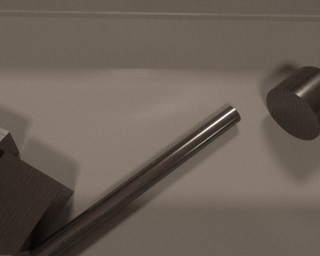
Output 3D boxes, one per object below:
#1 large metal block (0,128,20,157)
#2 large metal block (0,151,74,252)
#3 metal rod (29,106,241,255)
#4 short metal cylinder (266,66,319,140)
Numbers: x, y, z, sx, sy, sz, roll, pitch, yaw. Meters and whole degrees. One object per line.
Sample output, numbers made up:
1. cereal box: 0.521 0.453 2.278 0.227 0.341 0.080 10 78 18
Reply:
1. large metal block: -0.235 0.031 0.371 0.080 0.050 0.080 24 55 8
2. large metal block: -0.163 0.086 0.363 0.080 0.050 0.080 28 72 9
3. metal rod: -0.020 0.065 0.385 0.301 0.025 0.025 -35 74 -12
4. short metal cylinder: 0.185 -0.031 0.394 0.050 0.080 0.080 -37 74 -12
